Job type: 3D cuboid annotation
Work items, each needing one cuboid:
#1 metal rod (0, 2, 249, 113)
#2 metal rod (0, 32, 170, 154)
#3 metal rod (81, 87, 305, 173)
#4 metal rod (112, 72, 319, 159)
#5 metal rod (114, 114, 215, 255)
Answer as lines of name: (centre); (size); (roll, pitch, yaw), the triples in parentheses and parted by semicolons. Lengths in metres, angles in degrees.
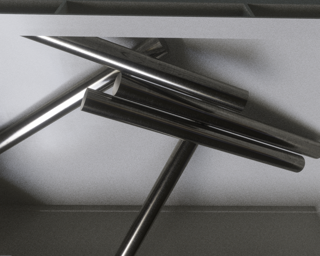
metal rod: (-0.054, -0.076, 0.316); (0.302, 0.025, 0.025); (19, 128, -5)
metal rod: (-0.122, -0.028, 0.383); (0.300, 0.025, 0.025); (-27, 125, 21)
metal rod: (0.057, 0.010, 0.374); (0.302, 0.025, 0.025); (16, 129, -22)
metal rod: (0.089, -0.007, 0.379); (0.302, 0.025, 0.025); (16, 129, -23)
metal rod: (-0.010, 0.105, 0.416); (0.025, 0.025, 0.299); (25, 100, -20)
